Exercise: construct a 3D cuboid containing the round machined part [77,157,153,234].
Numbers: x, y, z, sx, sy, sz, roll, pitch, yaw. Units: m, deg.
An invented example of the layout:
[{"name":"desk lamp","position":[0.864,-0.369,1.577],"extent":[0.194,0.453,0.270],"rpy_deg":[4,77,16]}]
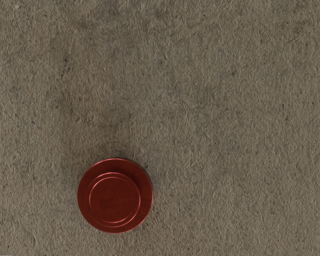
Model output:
[{"name":"round machined part","position":[-0.058,0.089,0.401],"extent":[0.099,0.042,0.097],"rpy_deg":[0,90,0]}]
